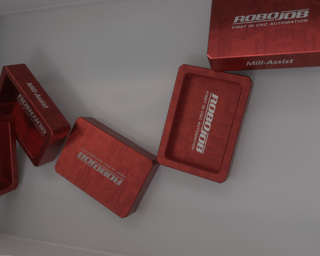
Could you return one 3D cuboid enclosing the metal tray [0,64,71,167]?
[{"bbox_3d":[-0.192,-0.019,0.456,0.130,0.030,0.089,50,130,13],"label":"metal tray"}]

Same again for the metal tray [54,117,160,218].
[{"bbox_3d":[-0.076,0.052,0.435,0.130,0.030,0.090,30,100,17],"label":"metal tray"}]

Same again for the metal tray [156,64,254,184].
[{"bbox_3d":[0.055,-0.007,0.388,0.090,0.030,0.129,15,95,19],"label":"metal tray"}]

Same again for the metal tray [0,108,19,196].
[{"bbox_3d":[-0.257,0.044,0.446,0.030,0.091,0.129,19,114,29],"label":"metal tray"}]

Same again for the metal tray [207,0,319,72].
[{"bbox_3d":[0.123,-0.113,0.348,0.130,0.030,0.090,1,69,20],"label":"metal tray"}]
